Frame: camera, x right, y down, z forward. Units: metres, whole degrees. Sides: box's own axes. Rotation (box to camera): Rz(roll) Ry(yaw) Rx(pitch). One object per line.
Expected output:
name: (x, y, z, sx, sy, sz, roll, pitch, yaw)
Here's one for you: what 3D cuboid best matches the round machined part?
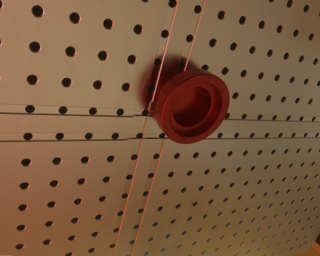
round machined part: (0.038, -0.031, 0.403, 0.099, 0.042, 0.097, -14, 124, -21)
